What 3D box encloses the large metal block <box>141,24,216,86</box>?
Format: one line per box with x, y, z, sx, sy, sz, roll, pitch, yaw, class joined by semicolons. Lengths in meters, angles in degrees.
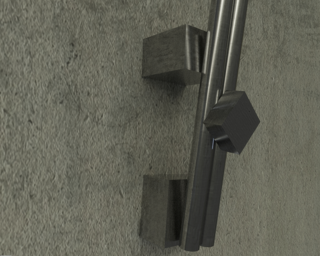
0.033;-0.088;0.398;0.081;0.080;0.050;4;88;-40;large metal block

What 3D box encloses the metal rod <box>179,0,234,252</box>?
0.053;-0.008;0.355;0.025;0.025;0.298;4;95;-40;metal rod

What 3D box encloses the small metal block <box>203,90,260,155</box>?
0.082;-0.007;0.347;0.050;0.025;0.050;-53;126;-20;small metal block

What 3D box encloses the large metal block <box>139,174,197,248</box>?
0.023;0.104;0.408;0.081;0.050;0.080;6;86;-40;large metal block

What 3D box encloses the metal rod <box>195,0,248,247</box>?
0.073;-0.007;0.372;0.025;0.025;0.298;4;95;-40;metal rod
